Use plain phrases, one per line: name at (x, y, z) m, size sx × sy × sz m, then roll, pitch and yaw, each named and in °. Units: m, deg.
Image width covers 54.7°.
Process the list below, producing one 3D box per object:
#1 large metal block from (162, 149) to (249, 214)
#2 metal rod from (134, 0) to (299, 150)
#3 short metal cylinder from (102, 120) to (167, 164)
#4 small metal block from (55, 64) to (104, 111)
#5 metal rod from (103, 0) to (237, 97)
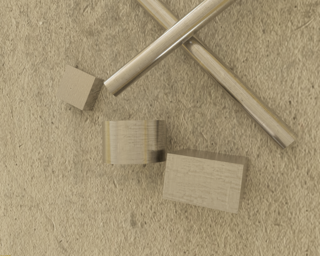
large metal block at (0.056, 0.056, 0.359) m, size 0.080 × 0.080 × 0.050 m, roll 7°, pitch 93°, yaw 19°
metal rod at (0.053, -0.092, 0.389) m, size 0.025 × 0.025 × 0.300 m, roll -45°, pitch 77°, yaw 14°
short metal cylinder at (-0.032, 0.016, 0.390) m, size 0.080 × 0.080 × 0.050 m, roll -1°, pitch 90°, yaw 19°
small metal block at (-0.116, -0.058, 0.448) m, size 0.050 × 0.025 × 0.050 m, roll 26°, pitch 98°, yaw 17°
metal rod at (0.056, -0.139, 0.366) m, size 0.300 × 0.025 × 0.025 m, roll -38°, pitch 78°, yaw 7°
